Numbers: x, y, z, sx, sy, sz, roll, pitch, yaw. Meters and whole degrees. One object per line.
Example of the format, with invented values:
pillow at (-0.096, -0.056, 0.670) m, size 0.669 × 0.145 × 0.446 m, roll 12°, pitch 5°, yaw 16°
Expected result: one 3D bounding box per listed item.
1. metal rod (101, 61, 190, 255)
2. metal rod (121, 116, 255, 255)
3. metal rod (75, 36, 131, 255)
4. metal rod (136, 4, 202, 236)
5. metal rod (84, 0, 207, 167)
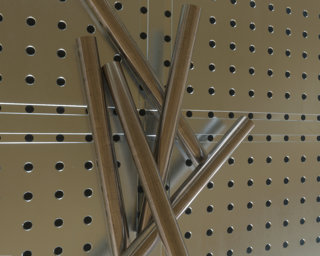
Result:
metal rod at (-0.011, 0.060, 0.368) m, size 0.025 × 0.025 × 0.299 m, roll -17°, pitch 81°, yaw -20°
metal rod at (0.022, 0.097, 0.392) m, size 0.301 × 0.025 × 0.025 m, roll -47°, pitch 105°, yaw -16°
metal rod at (-0.067, 0.038, 0.388) m, size 0.025 × 0.025 × 0.298 m, roll -10°, pitch 94°, yaw -20°
metal rod at (0.010, -0.002, 0.393) m, size 0.025 × 0.025 × 0.298 m, roll 9°, pitch 96°, yaw -20°
metal rod at (-0.011, -0.058, 0.409) m, size 0.025 × 0.025 × 0.299 m, roll -37°, pitch 102°, yaw -16°
